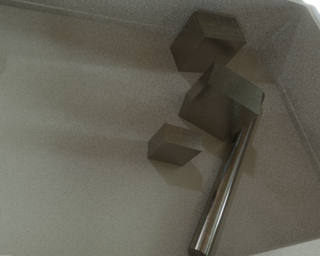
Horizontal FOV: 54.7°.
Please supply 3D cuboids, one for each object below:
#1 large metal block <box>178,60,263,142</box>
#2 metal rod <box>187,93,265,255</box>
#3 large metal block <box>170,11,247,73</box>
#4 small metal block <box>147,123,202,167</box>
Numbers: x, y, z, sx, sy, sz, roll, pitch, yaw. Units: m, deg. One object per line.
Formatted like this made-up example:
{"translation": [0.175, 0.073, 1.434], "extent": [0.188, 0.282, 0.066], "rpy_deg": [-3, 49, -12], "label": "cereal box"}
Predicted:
{"translation": [0.085, -0.035, 0.440], "extent": [0.080, 0.080, 0.050], "rpy_deg": [30, 52, -10], "label": "large metal block"}
{"translation": [0.105, 0.042, 0.438], "extent": [0.025, 0.025, 0.301], "rpy_deg": [36, 51, -5], "label": "metal rod"}
{"translation": [0.075, -0.132, 0.494], "extent": [0.081, 0.080, 0.050], "rpy_deg": [-3, 64, -30], "label": "large metal block"}
{"translation": [0.018, 0.022, 0.387], "extent": [0.050, 0.050, 0.025], "rpy_deg": [16, 56, -20], "label": "small metal block"}
